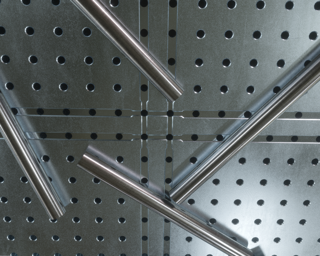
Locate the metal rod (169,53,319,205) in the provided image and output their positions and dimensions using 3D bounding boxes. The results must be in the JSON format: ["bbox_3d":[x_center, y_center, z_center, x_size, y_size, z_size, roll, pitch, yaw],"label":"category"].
[{"bbox_3d":[0.125,-0.001,0.413,0.025,0.025,0.299,41,105,-14],"label":"metal rod"}]

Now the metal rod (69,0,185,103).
[{"bbox_3d":[-0.082,-0.142,0.360,0.025,0.025,0.300,-42,105,14],"label":"metal rod"}]

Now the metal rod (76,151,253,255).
[{"bbox_3d":[0.014,0.123,0.458,0.301,0.025,0.025,33,107,-12],"label":"metal rod"}]

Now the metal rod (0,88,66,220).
[{"bbox_3d":[-0.201,-0.005,0.409,0.025,0.025,0.299,-19,109,7],"label":"metal rod"}]
